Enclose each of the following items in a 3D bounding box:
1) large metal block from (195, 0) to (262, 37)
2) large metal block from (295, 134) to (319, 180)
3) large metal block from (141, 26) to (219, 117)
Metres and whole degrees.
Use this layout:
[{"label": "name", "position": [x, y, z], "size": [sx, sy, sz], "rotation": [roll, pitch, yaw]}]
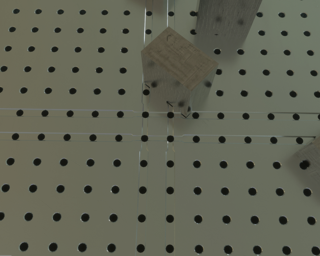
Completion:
[{"label": "large metal block", "position": [0.096, -0.180, 0.449], "size": [0.080, 0.080, 0.050], "rotation": [5, 70, 2]}, {"label": "large metal block", "position": [0.236, 0.033, 0.388], "size": [0.080, 0.050, 0.080], "rotation": [-34, 74, -12]}, {"label": "large metal block", "position": [0.024, -0.071, 0.409], "size": [0.080, 0.080, 0.050], "rotation": [41, 75, 13]}]
